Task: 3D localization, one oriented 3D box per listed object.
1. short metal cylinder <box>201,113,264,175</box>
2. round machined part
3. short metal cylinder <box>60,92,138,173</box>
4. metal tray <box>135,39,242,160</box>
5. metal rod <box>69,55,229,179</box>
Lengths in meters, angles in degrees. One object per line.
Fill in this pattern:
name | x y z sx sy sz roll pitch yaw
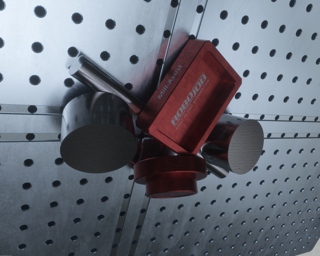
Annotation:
short metal cylinder | 0.106 0.022 0.451 0.081 0.050 0.079 -11 108 -37
round machined part | 0.015 0.069 0.416 0.099 0.042 0.098 -4 161 -1
short metal cylinder | -0.068 0.006 0.346 0.081 0.050 0.080 -8 136 -7
metal tray | 0.040 -0.033 0.390 0.090 0.030 0.130 37 84 -39
metal rod | 0.008 0.003 0.417 0.025 0.025 0.301 -49 129 6
